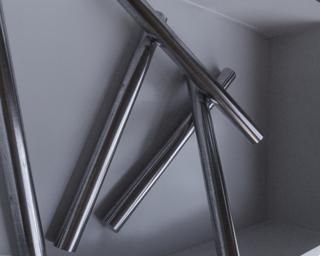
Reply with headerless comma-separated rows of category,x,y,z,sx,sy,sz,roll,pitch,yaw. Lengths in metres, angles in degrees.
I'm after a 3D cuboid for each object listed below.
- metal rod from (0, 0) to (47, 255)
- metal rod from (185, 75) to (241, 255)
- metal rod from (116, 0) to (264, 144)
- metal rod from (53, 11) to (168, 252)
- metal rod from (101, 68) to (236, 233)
metal rod,-0.138,0.020,0.291,0.025,0.025,0.298,-13,98,-40
metal rod,0.065,0.051,0.385,0.025,0.025,0.299,17,55,-39
metal rod,0.039,-0.080,0.397,0.300,0.025,0.025,43,64,-23
metal rod,-0.051,-0.010,0.365,0.025,0.025,0.299,32,70,-36
metal rod,0.026,0.013,0.430,0.301,0.025,0.025,-50,120,-29
